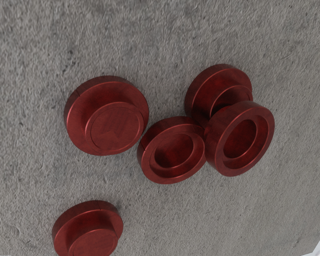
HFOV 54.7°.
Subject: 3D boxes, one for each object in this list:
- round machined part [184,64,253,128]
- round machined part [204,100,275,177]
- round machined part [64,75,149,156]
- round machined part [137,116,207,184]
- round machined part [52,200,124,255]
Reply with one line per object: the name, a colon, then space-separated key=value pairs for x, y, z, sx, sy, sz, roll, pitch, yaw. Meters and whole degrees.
round machined part: x=0.086 y=-0.034 z=0.422 sx=0.099 sy=0.042 sz=0.097 roll=-14 pitch=124 yaw=-21
round machined part: x=0.095 y=0.010 z=0.395 sx=0.099 sy=0.042 sz=0.097 roll=-17 pitch=125 yaw=-26
round machined part: x=-0.058 y=-0.008 z=0.359 sx=0.099 sy=0.042 sz=0.097 roll=-14 pitch=124 yaw=-21
round machined part: x=0.015 y=0.025 z=0.416 sx=0.099 sy=0.042 sz=0.097 roll=-12 pitch=127 yaw=-17
round machined part: x=-0.098 y=0.154 z=0.437 sx=0.099 sy=0.042 sz=0.097 roll=-14 pitch=124 yaw=-21
